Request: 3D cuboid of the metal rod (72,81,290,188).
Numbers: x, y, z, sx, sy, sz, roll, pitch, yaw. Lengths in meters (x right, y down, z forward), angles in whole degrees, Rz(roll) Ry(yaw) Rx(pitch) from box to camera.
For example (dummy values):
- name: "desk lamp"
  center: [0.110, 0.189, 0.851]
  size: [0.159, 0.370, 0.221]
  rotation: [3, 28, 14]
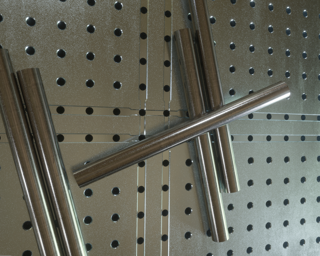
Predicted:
- name: "metal rod"
  center: [0.035, 0.004, 0.403]
  size: [0.302, 0.025, 0.025]
  rotation: [-23, 98, -10]

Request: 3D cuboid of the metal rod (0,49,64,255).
- name: "metal rod"
  center: [-0.149, 0.060, 0.358]
  size: [0.025, 0.025, 0.298]
  rotation: [-15, 95, -20]

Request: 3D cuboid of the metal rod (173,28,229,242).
- name: "metal rod"
  center: [0.059, 0.013, 0.435]
  size: [0.025, 0.025, 0.298]
  rotation: [-13, 94, -20]

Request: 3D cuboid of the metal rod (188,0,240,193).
- name: "metal rod"
  center: [0.076, -0.055, 0.442]
  size: [0.025, 0.025, 0.298]
  rotation: [-13, 95, -20]

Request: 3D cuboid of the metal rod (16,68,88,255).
- name: "metal rod"
  center: [-0.118, 0.078, 0.369]
  size: [0.025, 0.025, 0.298]
  rotation: [-15, 95, -20]
